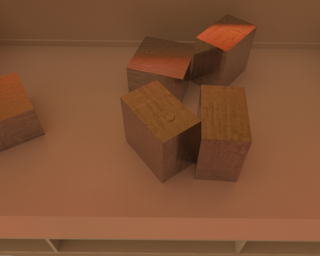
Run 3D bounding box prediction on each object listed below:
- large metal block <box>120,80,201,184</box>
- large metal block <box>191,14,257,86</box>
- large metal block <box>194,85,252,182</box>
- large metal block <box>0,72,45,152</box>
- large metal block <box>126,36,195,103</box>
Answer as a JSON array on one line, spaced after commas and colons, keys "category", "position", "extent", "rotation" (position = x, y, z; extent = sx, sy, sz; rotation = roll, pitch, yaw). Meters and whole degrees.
[{"category": "large metal block", "position": [-0.001, 0.004, 0.366], "extent": [0.050, 0.080, 0.080], "rotation": [-29, 56, -22]}, {"category": "large metal block", "position": [0.094, -0.109, 0.462], "extent": [0.050, 0.080, 0.080], "rotation": [33, 57, 24]}, {"category": "large metal block", "position": [0.070, 0.007, 0.364], "extent": [0.050, 0.080, 0.080], "rotation": [4, 50, 3]}, {"category": "large metal block", "position": [-0.208, -0.018, 0.401], "extent": [0.081, 0.050, 0.080], "rotation": [-25, 55, -20]}, {"category": "large metal block", "position": [0.004, -0.087, 0.462], "extent": [0.080, 0.050, 0.080], "rotation": [14, 51, 11]}]
